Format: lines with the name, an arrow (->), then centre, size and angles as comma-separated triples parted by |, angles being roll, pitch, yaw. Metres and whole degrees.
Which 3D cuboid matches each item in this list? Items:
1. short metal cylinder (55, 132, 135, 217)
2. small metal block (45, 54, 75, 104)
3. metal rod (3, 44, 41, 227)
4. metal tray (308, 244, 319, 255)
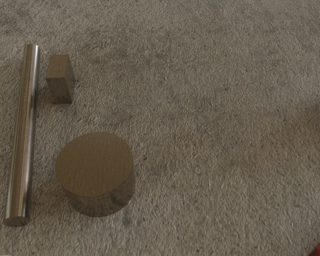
short metal cylinder -> -0.069, 0.051, 0.344 | 0.081, 0.050, 0.080 | 0, 50, 0
small metal block -> -0.141, -0.070, 0.445 | 0.025, 0.050, 0.050 | -4, 50, -3
metal rod -> -0.179, -0.015, 0.414 | 0.025, 0.025, 0.300 | -9, 51, -8
metal tray -> 0.218, 0.141, 0.283 | 0.091, 0.030, 0.130 | -31, 57, -24
